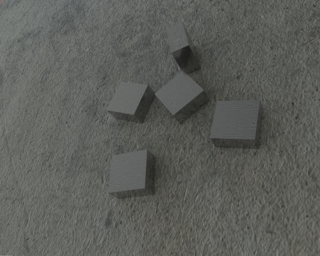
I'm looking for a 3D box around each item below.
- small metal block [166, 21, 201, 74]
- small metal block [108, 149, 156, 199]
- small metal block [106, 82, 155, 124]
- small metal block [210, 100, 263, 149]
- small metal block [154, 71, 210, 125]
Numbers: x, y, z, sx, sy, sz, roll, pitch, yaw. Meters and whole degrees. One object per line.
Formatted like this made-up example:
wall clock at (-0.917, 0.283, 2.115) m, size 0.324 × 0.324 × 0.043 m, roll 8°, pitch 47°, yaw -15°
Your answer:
small metal block at (0.034, -0.112, 0.439) m, size 0.025 × 0.050 × 0.050 m, roll -20°, pitch 54°, yaw 16°
small metal block at (-0.034, 0.058, 0.386) m, size 0.050 × 0.025 × 0.050 m, roll -12°, pitch 57°, yaw 22°
small metal block at (-0.042, -0.037, 0.449) m, size 0.050 × 0.025 × 0.050 m, roll 11°, pitch 67°, yaw 32°
small metal block at (0.090, -0.004, 0.359) m, size 0.050 × 0.025 × 0.050 m, roll 1°, pitch 62°, yaw 28°
small metal block at (0.029, -0.041, 0.414) m, size 0.050 × 0.025 × 0.050 m, roll -39°, pitch 51°, yaw 1°
